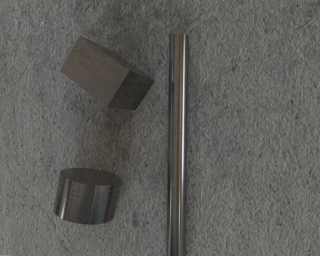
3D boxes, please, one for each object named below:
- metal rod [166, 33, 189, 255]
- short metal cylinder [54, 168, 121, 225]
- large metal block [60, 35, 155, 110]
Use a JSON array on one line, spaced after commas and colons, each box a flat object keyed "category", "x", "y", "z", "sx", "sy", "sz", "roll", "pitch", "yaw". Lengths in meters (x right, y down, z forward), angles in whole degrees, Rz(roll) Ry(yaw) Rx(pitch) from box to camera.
[{"category": "metal rod", "x": 0.023, "y": 0.031, "z": 0.400, "sx": 0.025, "sy": 0.025, "sz": 0.298, "roll": 1, "pitch": 90, "yaw": 20}, {"category": "short metal cylinder", "x": -0.096, "y": 0.088, "z": 0.414, "sx": 0.080, "sy": 0.080, "sz": 0.050, "roll": 12, "pitch": 94, "yaw": 19}, {"category": "large metal block", "x": -0.065, "y": -0.068, "z": 0.403, "sx": 0.080, "sy": 0.080, "sz": 0.050, "roll": 37, "pitch": 102, "yaw": 16}]
